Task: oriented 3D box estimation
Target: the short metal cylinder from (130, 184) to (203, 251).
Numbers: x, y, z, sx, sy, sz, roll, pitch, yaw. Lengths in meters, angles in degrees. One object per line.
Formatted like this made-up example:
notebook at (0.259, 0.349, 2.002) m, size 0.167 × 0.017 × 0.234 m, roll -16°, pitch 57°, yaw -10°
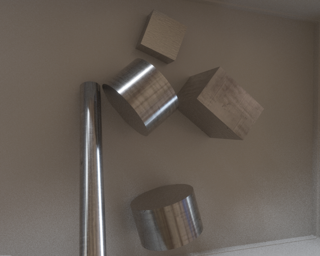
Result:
short metal cylinder at (0.009, 0.108, 0.386) m, size 0.081 × 0.080 × 0.050 m, roll -17°, pitch 96°, yaw -20°

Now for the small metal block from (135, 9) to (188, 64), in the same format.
small metal block at (0.002, -0.120, 0.412) m, size 0.050 × 0.025 × 0.050 m, roll 22°, pitch 83°, yaw -19°

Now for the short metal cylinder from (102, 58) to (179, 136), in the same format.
short metal cylinder at (-0.023, -0.036, 0.373) m, size 0.050 × 0.080 × 0.080 m, roll -42°, pitch 104°, yaw -15°

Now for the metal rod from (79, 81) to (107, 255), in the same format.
metal rod at (-0.069, 0.082, 0.313) m, size 0.025 × 0.025 × 0.299 m, roll 3°, pitch 61°, yaw -20°

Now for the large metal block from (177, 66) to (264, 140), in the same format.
large metal block at (0.073, -0.029, 0.409) m, size 0.080 × 0.080 × 0.050 m, roll 40°, pitch 77°, yaw -16°
